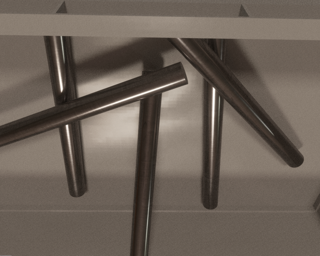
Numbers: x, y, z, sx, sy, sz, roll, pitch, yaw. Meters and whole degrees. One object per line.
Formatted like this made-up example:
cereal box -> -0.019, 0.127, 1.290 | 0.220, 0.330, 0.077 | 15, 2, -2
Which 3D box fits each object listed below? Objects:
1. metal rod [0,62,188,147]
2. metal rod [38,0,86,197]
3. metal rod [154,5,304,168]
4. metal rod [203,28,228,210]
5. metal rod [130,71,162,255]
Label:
metal rod -> -0.114, -0.015, 0.360 | 0.301, 0.025, 0.025 | -17, 128, 13
metal rod -> -0.118, -0.013, 0.396 | 0.025, 0.025, 0.298 | 3, 130, -4
metal rod -> 0.101, -0.026, 0.363 | 0.025, 0.025, 0.301 | -33, 131, 25
metal rod -> 0.071, 0.013, 0.421 | 0.025, 0.025, 0.298 | -4, 130, 3
metal rod -> -0.020, 0.078, 0.398 | 0.025, 0.025, 0.298 | 4, 106, -4
